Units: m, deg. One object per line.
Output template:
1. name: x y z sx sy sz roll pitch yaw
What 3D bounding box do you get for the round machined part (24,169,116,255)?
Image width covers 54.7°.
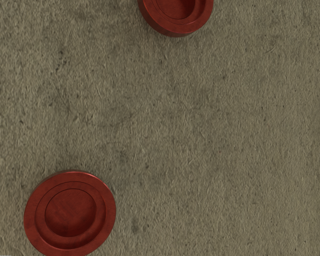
1. round machined part: -0.104 0.097 0.362 0.099 0.042 0.097 0 90 -20

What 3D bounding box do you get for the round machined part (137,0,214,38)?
1. round machined part: 0.017 -0.167 0.406 0.099 0.042 0.097 0 90 -20
